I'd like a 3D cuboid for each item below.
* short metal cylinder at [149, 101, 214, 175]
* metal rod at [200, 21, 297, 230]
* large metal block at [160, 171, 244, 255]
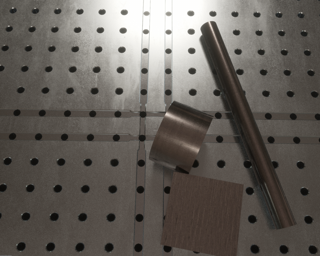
[{"bbox_3d":[0.026,0.012,0.378,0.050,0.080,0.080,23,72,8],"label":"short metal cylinder"},{"bbox_3d":[0.112,-0.018,0.419,0.025,0.025,0.299,-14,71,-5],"label":"metal rod"},{"bbox_3d":[0.048,0.102,0.362,0.080,0.050,0.080,10,70,3],"label":"large metal block"}]
